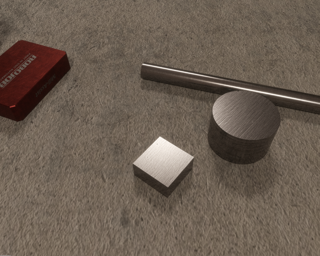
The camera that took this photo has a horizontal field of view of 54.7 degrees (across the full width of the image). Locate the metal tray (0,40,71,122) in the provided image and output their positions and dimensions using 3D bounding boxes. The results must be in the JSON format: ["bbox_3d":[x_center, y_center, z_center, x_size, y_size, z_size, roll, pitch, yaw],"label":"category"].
[{"bbox_3d":[-0.208,-0.075,0.460,0.090,0.030,0.130,17,52,13],"label":"metal tray"}]

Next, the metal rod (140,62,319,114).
[{"bbox_3d":[0.119,-0.056,0.451,0.301,0.025,0.025,13,51,10],"label":"metal rod"}]

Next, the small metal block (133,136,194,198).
[{"bbox_3d":[0.004,0.045,0.365,0.050,0.025,0.050,31,56,23],"label":"small metal block"}]

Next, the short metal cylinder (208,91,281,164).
[{"bbox_3d":[0.103,-0.001,0.390,0.081,0.050,0.080,0,50,0],"label":"short metal cylinder"}]
